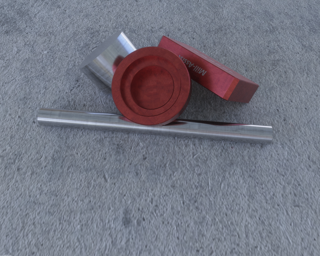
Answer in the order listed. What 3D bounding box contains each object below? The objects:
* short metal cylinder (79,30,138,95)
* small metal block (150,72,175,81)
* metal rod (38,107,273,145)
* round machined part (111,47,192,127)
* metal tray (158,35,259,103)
[{"bbox_3d":[-0.068,-0.093,0.441,0.080,0.050,0.080,-33,26,19],"label":"short metal cylinder"},{"bbox_3d":[-0.001,-0.066,0.442,0.050,0.050,0.025,19,53,15],"label":"small metal block"},{"bbox_3d":[-0.009,-0.003,0.407,0.302,0.025,0.025,5,50,4],"label":"metal rod"},{"bbox_3d":[-0.008,-0.050,0.395,0.098,0.042,0.097,-1,85,12],"label":"round machined part"},{"bbox_3d":[0.066,-0.082,0.438,0.130,0.030,0.091,38,21,27],"label":"metal tray"}]
